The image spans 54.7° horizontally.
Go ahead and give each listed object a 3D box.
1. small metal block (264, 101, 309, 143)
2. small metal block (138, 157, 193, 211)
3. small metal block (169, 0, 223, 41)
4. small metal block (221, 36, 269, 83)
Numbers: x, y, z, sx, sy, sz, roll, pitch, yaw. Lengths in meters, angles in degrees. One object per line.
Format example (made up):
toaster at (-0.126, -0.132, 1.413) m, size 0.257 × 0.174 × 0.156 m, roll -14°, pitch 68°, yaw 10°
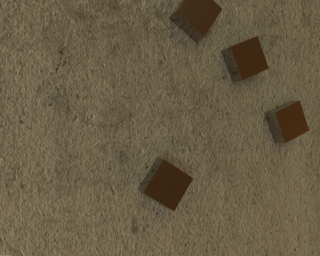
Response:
small metal block at (0.197, -0.010, 0.482) m, size 0.050 × 0.025 × 0.050 m, roll -24°, pitch 98°, yaw -19°
small metal block at (0.007, 0.074, 0.412) m, size 0.050 × 0.025 × 0.050 m, roll 35°, pitch 79°, yaw -17°
small metal block at (0.049, -0.158, 0.427) m, size 0.050 × 0.025 × 0.050 m, roll 36°, pitch 78°, yaw -17°
small metal block at (0.125, -0.100, 0.455) m, size 0.050 × 0.025 × 0.050 m, roll -24°, pitch 98°, yaw -18°
